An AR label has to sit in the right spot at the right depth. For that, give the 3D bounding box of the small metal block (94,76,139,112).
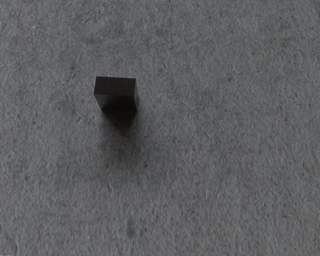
[{"bbox_3d":[-0.056,-0.044,0.411,0.050,0.050,0.025,3,70,1],"label":"small metal block"}]
